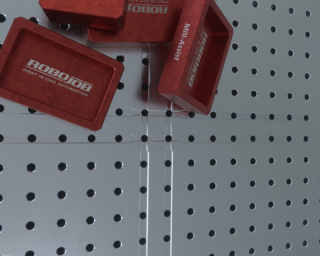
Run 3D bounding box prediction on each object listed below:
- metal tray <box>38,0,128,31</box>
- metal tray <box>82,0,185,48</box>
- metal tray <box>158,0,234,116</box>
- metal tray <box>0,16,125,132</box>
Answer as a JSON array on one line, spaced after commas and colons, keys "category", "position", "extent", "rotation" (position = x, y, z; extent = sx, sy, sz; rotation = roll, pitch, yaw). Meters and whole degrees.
[{"category": "metal tray", "position": [-0.079, -0.183, 0.357], "extent": [0.090, 0.030, 0.130], "rotation": [7, 79, -2]}, {"category": "metal tray", "position": [-0.031, -0.152, 0.398], "extent": [0.131, 0.030, 0.090], "rotation": [-6, 92, -20]}, {"category": "metal tray", "position": [0.050, -0.091, 0.403], "extent": [0.090, 0.030, 0.130], "rotation": [25, 80, -54]}, {"category": "metal tray", "position": [-0.119, -0.059, 0.365], "extent": [0.131, 0.030, 0.090], "rotation": [22, 83, -19]}]
